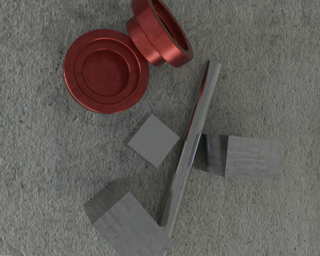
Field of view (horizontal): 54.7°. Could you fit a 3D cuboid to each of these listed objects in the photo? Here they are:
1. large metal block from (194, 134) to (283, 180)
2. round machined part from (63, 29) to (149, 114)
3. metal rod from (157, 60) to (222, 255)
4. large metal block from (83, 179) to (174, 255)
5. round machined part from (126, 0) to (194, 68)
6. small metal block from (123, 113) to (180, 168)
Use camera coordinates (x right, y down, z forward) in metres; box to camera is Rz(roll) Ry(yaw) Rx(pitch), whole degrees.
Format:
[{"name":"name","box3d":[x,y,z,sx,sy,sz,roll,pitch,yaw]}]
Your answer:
[{"name":"large metal block","box3d":[0.103,0.037,0.418,0.081,0.080,0.050,6,88,-20]},{"name":"round machined part","box3d":[-0.066,-0.065,0.375,0.099,0.042,0.097,0,90,-20]},{"name":"metal rod","box3d":[0.032,0.052,0.420,0.025,0.025,0.299,19,84,-19]},{"name":"large metal block","box3d":[-0.040,0.113,0.365,0.050,0.080,0.080,-41,103,-15]},{"name":"round machined part","box3d":[-0.003,-0.115,0.380,0.042,0.098,0.098,-31,103,23]},{"name":"small metal block","box3d":[-0.011,0.016,0.405,0.050,0.025,0.050,41,77,-16]}]
